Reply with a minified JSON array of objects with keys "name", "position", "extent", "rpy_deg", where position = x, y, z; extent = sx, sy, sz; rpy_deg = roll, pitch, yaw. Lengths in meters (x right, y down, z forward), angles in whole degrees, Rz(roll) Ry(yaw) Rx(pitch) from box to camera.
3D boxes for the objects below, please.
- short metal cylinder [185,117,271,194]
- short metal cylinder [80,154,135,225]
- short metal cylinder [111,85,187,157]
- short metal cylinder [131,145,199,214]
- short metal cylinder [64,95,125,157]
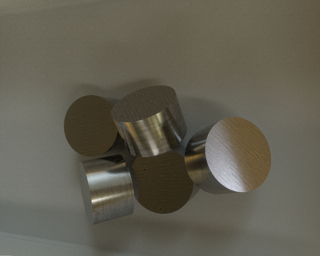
[{"name":"short metal cylinder","position":[0.075,0.033,0.347],"extent":[0.081,0.050,0.080],"rpy_deg":[5,74,-19]},{"name":"short metal cylinder","position":[-0.070,0.077,0.396],"extent":[0.050,0.080,0.080],"rpy_deg":[-9,86,-23]},{"name":"short metal cylinder","position":[-0.013,-0.010,0.375],"extent":[0.080,0.080,0.050],"rpy_deg":[-8,123,19]},{"name":"short metal cylinder","position":[0.009,0.062,0.392],"extent":[0.080,0.050,0.079],"rpy_deg":[0,90,19]},{"name":"short metal cylinder","position":[-0.081,-0.003,0.422],"extent":[0.080,0.050,0.079],"rpy_deg":[0,90,19]}]
